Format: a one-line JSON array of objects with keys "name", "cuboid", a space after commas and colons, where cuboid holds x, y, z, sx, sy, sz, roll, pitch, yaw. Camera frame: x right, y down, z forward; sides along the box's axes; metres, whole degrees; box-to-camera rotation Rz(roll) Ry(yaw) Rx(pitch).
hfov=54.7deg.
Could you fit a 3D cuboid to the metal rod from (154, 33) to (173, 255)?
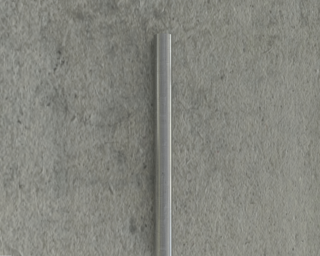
[{"name": "metal rod", "cuboid": [0.004, 0.027, 0.411, 0.025, 0.025, 0.298, 0, 90, -20]}]
